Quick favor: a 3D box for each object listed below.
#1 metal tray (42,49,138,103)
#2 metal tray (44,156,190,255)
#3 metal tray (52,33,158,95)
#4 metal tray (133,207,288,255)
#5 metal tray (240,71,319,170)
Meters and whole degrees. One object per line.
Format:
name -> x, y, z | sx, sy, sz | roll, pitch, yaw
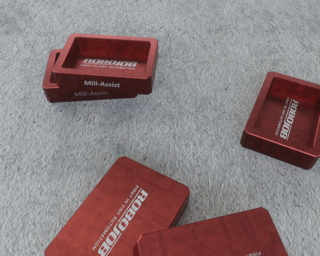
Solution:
metal tray -> -0.102, -0.083, 0.468 | 0.131, 0.030, 0.090 | -4, 50, -3
metal tray -> -0.037, 0.099, 0.316 | 0.090, 0.030, 0.130 | 24, 54, 18
metal tray -> -0.072, -0.092, 0.436 | 0.131, 0.030, 0.090 | 5, 50, 4
metal tray -> 0.050, 0.128, 0.270 | 0.131, 0.030, 0.090 | -7, 59, -18
metal tray -> 0.171, -0.016, 0.414 | 0.090, 0.030, 0.130 | 21, 53, 16
